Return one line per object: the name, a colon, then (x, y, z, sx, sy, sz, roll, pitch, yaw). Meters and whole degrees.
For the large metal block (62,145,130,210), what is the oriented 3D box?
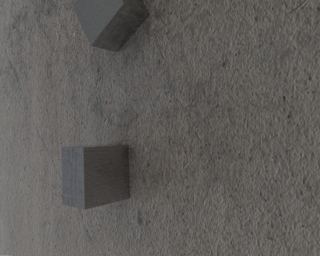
large metal block: (-0.091, 0.065, 0.444, 0.050, 0.081, 0.080, -2, 89, 40)

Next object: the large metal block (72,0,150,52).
large metal block: (-0.073, -0.171, 0.449, 0.080, 0.050, 0.080, -40, 66, 32)
